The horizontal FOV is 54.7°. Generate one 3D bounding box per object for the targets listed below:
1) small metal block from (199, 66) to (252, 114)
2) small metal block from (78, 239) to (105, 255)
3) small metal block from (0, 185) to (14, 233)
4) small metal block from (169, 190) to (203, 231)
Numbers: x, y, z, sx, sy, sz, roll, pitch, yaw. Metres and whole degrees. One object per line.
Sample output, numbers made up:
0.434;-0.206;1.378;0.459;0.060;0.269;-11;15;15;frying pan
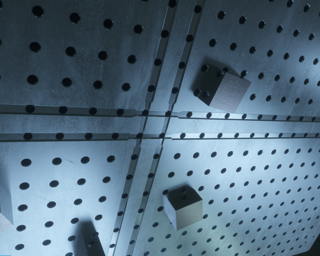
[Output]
0.091;-0.052;0.431;0.050;0.025;0.050;12;112;-34;small metal block
-0.104;0.206;0.467;0.025;0.050;0.050;8;114;-33;small metal block
-0.197;0.098;0.349;0.050;0.050;0.025;-28;128;-11;small metal block
0.044;0.139;0.524;0.050;0.025;0.050;-18;126;-19;small metal block
